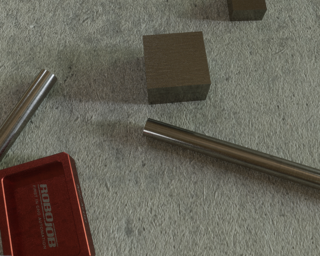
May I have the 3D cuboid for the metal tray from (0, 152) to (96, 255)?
[{"bbox_3d":[-0.137,0.103,0.366,0.091,0.030,0.130,-16,71,-6],"label":"metal tray"}]

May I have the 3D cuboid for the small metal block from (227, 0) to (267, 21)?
[{"bbox_3d":[0.133,-0.195,0.481,0.050,0.025,0.050,-2,70,-1],"label":"small metal block"}]

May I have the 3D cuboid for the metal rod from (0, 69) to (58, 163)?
[{"bbox_3d":[-0.221,0.051,0.386,0.025,0.025,0.300,25,72,8],"label":"metal rod"}]

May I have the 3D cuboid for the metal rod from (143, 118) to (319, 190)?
[{"bbox_3d":[0.125,0.042,0.394,0.301,0.025,0.025,17,71,5],"label":"metal rod"}]

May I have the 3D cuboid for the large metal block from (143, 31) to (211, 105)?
[{"bbox_3d":[0.020,-0.081,0.425,0.081,0.050,0.080,-5,70,-2],"label":"large metal block"}]
